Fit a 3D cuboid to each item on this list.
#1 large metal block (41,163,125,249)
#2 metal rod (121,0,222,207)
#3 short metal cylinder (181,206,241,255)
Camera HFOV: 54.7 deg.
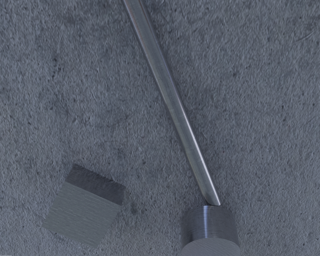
[{"bbox_3d":[-0.105,0.109,0.435,0.080,0.050,0.080,27,108,-10],"label":"large metal block"},{"bbox_3d":[0.022,-0.021,0.402,0.025,0.025,0.299,-21,109,7],"label":"metal rod"},{"bbox_3d":[0.070,0.156,0.442,0.081,0.050,0.079,1,129,2],"label":"short metal cylinder"}]
